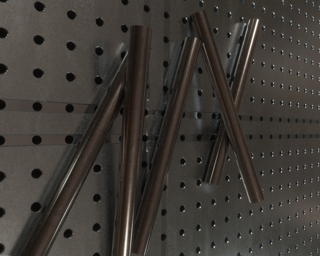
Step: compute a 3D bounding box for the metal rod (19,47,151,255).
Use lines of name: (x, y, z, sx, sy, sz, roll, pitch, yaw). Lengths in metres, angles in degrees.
metal rod: (-0.080, 0.025, 0.343, 0.025, 0.025, 0.300, 37, 67, -34)

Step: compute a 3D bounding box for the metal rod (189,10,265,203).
metal rod: (0.103, -0.028, 0.472, 0.025, 0.025, 0.298, -23, 97, -38)

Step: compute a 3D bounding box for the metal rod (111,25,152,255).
metal rod: (-0.035, 0.036, 0.360, 0.025, 0.025, 0.298, 2, 96, -40)

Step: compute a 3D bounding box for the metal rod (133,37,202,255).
metal rod: (0.010, 0.014, 0.419, 0.025, 0.025, 0.299, 25, 74, -38)

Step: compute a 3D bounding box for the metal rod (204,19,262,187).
metal rod: (0.125, -0.050, 0.516, 0.025, 0.025, 0.299, 29, 72, -37)
